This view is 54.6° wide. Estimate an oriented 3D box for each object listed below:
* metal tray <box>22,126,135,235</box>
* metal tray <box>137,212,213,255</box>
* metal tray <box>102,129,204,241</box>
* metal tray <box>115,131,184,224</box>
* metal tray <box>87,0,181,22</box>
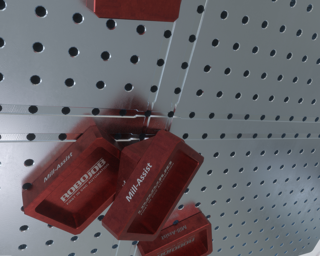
[{"bbox_3d":[-0.096,0.070,0.398,0.130,0.030,0.090,-44,129,2],"label":"metal tray"},{"bbox_3d":[0.030,0.215,0.556,0.131,0.030,0.090,-20,126,-16],"label":"metal tray"},{"bbox_3d":[-0.004,0.075,0.383,0.130,0.030,0.090,-58,147,-3],"label":"metal tray"},{"bbox_3d":[-0.016,0.076,0.424,0.091,0.030,0.129,-19,129,-45],"label":"metal tray"},{"bbox_3d":[-0.019,-0.171,0.291,0.091,0.030,0.129,-6,121,-25],"label":"metal tray"}]
